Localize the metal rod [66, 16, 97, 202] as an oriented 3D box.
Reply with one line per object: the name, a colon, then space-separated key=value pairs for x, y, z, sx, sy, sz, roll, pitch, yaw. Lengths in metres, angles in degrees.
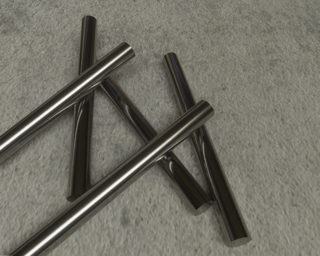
metal rod: x=-0.102 y=-0.047 z=0.419 sx=0.025 sy=0.025 sz=0.299 roll=-4 pitch=57 yaw=-3

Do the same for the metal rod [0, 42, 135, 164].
metal rod: x=-0.148 y=-0.008 z=0.371 sx=0.301 sy=0.025 sz=0.025 roll=-43 pitch=62 yaw=-17

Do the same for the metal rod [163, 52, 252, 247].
metal rod: x=0.048 y=0.002 z=0.402 sx=0.025 sy=0.025 sz=0.300 roll=-9 pitch=51 yaw=-8

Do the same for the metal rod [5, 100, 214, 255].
metal rod: x=-0.054 y=0.064 z=0.326 sx=0.301 sy=0.025 sz=0.025 roll=-38 pitch=60 yaw=-20

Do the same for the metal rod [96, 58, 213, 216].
metal rod: x=-0.033 y=-0.011 z=0.412 sx=0.025 sy=0.025 sz=0.300 roll=-26 pitch=55 yaw=-20
